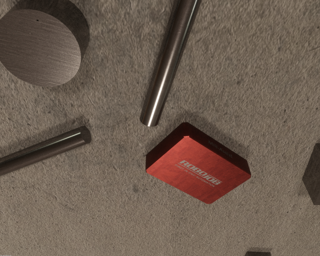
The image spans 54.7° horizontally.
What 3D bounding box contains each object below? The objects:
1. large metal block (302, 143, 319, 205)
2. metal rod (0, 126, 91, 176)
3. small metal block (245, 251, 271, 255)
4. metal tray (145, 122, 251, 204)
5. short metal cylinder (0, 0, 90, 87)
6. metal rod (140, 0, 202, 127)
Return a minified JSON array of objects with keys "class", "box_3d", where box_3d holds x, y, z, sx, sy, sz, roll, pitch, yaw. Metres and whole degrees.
[{"class":"large metal block","box_3d":[0.267,0.067,0.452,0.081,0.050,0.079,-2,130,1]},{"class":"metal rod","box_3d":[-0.235,0.058,0.452,0.301,0.025,0.025,-20,128,15]},{"class":"small metal block","box_3d":[0.204,0.286,0.654,0.050,0.025,0.050,4,130,-4]},{"class":"metal tray","box_3d":[0.056,0.056,0.453,0.131,0.030,0.090,31,123,-25]},{"class":"short metal cylinder","box_3d":[-0.116,-0.089,0.313,0.081,0.050,0.079,0,130,0]},{"class":"metal rod","box_3d":[0.026,-0.120,0.305,0.025,0.025,0.298,12,129,-10]}]
